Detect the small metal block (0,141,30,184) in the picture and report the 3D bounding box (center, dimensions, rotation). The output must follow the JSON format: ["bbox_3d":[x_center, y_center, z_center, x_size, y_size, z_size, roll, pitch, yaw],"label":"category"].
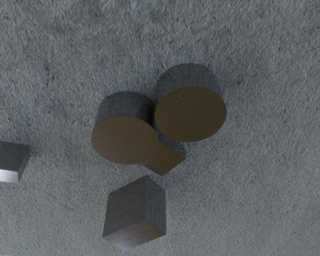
[{"bbox_3d":[-0.213,0.046,0.427,0.050,0.050,0.025,10,129,-9],"label":"small metal block"}]

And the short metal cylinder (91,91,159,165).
[{"bbox_3d":[-0.042,0.001,0.391,0.081,0.050,0.079,0,130,0],"label":"short metal cylinder"}]

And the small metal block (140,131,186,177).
[{"bbox_3d":[0.001,0.036,0.438,0.050,0.025,0.050,33,122,-26],"label":"small metal block"}]

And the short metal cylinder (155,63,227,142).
[{"bbox_3d":[0.034,-0.029,0.367,0.081,0.050,0.079,0,130,0],"label":"short metal cylinder"}]

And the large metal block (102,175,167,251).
[{"bbox_3d":[-0.038,0.133,0.484,0.080,0.080,0.050,-30,124,22],"label":"large metal block"}]
